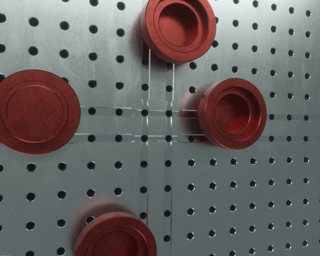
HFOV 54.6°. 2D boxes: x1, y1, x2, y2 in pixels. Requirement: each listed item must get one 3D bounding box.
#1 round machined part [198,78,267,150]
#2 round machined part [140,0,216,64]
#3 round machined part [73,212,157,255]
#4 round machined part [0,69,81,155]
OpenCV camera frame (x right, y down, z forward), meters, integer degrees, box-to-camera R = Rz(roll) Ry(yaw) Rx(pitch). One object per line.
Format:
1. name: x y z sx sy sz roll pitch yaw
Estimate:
1. round machined part: 0.098 -0.019 0.439 0.099 0.042 0.097 0 90 -20
2. round machined part: 0.021 -0.134 0.411 0.099 0.042 0.097 0 90 -20
3. round machined part: -0.057 0.152 0.383 0.099 0.042 0.097 0 90 -20
4. round machined part: -0.140 -0.018 0.352 0.099 0.042 0.097 0 90 -20
